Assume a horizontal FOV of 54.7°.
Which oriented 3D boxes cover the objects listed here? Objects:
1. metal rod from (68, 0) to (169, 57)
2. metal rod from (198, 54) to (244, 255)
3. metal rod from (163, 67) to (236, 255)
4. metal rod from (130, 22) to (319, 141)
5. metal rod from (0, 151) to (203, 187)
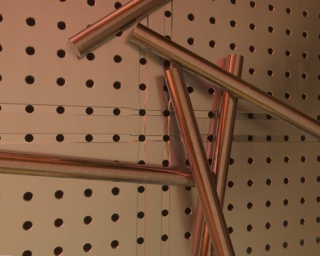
[{"bbox_3d":[0.010,-0.186,0.416,0.301,0.025,0.025,-38,103,-16],"label":"metal rod"},{"bbox_3d":[0.088,0.043,0.446,0.025,0.025,0.298,10,87,-20],"label":"metal rod"},{"bbox_3d":[0.057,0.067,0.407,0.025,0.025,0.298,-15,87,-20],"label":"metal rod"},{"bbox_3d":[0.100,-0.059,0.425,0.301,0.025,0.025,26,81,-9],"label":"metal rod"},{"bbox_3d":[-0.076,0.053,0.385,0.302,0.025,0.025,8,87,-20],"label":"metal rod"}]
